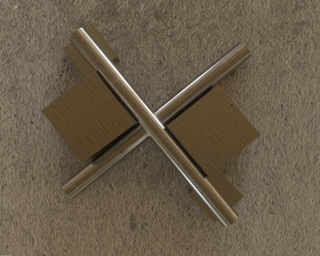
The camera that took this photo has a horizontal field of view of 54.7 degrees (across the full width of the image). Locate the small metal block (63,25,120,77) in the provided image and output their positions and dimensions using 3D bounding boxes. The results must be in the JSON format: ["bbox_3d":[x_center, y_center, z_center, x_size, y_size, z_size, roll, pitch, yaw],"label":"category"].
[{"bbox_3d":[-0.090,-0.098,0.411,0.050,0.025,0.050,-37,90,0],"label":"small metal block"}]

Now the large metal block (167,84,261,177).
[{"bbox_3d":[0.065,0.003,0.399,0.080,0.050,0.080,-39,90,0],"label":"large metal block"}]

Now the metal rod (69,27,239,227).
[{"bbox_3d":[-0.007,-0.001,0.385,0.025,0.025,0.300,-39,90,0],"label":"metal rod"}]

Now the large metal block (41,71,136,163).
[{"bbox_3d":[-0.086,-0.013,0.396,0.080,0.050,0.080,-37,90,0],"label":"large metal block"}]

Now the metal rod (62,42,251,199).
[{"bbox_3d":[-0.004,-0.010,0.412,0.300,0.025,0.025,-39,90,0],"label":"metal rod"}]

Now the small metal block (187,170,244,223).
[{"bbox_3d":[0.073,0.087,0.412,0.050,0.025,0.050,-43,90,0],"label":"small metal block"}]
